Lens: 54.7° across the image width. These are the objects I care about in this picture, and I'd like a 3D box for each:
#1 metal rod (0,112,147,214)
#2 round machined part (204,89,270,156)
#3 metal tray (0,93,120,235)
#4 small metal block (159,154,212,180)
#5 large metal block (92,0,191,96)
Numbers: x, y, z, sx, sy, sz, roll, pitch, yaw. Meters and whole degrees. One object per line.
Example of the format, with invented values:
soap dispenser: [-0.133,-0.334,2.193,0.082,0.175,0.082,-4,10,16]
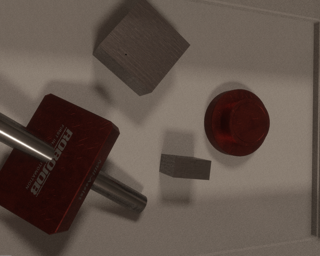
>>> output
metal rod: [-0.131,0.021,0.331,0.301,0.025,0.025,37,78,-29]
round machined part: [0.118,-0.008,0.447,0.099,0.042,0.097,0,90,-21]
metal tray: [-0.115,0.037,0.343,0.090,0.030,0.130,25,80,13]
small metal block: [0.032,0.051,0.411,0.050,0.050,0.025,8,88,-20]
large metal block: [-0.024,-0.098,0.389,0.080,0.050,0.080,41,77,-16]
